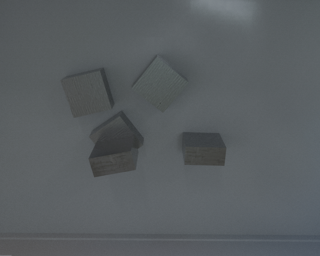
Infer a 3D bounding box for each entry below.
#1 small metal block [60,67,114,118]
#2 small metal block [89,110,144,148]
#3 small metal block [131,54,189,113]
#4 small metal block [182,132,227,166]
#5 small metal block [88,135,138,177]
[{"bbox_3d":[-0.091,-0.045,0.394,0.050,0.025,0.050,-13,110,4],"label":"small metal block"},{"bbox_3d":[-0.057,0.013,0.415,0.050,0.025,0.050,-33,107,11],"label":"small metal block"},{"bbox_3d":[0.000,-0.056,0.391,0.050,0.025,0.050,37,106,-13],"label":"small metal block"},{"bbox_3d":[0.056,0.027,0.408,0.050,0.050,0.025,2,110,-1],"label":"small metal block"},{"bbox_3d":[-0.055,0.034,0.383,0.050,0.050,0.025,-11,110,3],"label":"small metal block"}]
